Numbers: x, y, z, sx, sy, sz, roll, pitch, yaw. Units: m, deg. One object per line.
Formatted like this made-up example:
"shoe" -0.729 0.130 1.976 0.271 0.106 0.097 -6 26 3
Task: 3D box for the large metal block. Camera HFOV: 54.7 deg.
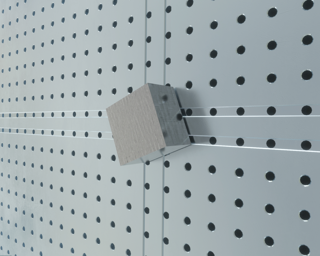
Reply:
"large metal block" -0.017 -0.003 0.401 0.080 0.050 0.080 -26 74 36
